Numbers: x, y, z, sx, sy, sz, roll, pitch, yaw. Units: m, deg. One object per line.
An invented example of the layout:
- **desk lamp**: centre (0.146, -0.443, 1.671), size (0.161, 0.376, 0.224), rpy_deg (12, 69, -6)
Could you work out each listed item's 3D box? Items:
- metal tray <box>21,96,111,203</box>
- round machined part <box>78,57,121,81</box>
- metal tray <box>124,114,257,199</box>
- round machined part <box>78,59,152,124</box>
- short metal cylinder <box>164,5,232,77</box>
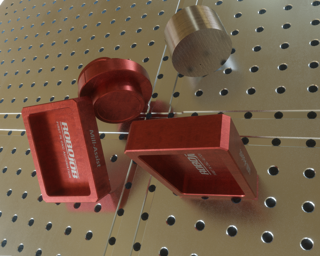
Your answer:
- **metal tray**: centre (-0.120, 0.030, 0.398), size (0.090, 0.030, 0.129), rpy_deg (-7, 99, 24)
- **round machined part**: centre (-0.089, -0.072, 0.487), size (0.098, 0.042, 0.098), rpy_deg (-13, 56, 20)
- **metal tray**: centre (0.037, 0.034, 0.300), size (0.090, 0.130, 0.030), rpy_deg (-4, 60, 26)
- **round machined part**: centre (-0.058, -0.042, 0.416), size (0.098, 0.098, 0.042), rpy_deg (-25, 55, 13)
- **short metal cylinder**: centre (0.050, -0.115, 0.416), size (0.080, 0.080, 0.050), rpy_deg (-24, 53, 13)
